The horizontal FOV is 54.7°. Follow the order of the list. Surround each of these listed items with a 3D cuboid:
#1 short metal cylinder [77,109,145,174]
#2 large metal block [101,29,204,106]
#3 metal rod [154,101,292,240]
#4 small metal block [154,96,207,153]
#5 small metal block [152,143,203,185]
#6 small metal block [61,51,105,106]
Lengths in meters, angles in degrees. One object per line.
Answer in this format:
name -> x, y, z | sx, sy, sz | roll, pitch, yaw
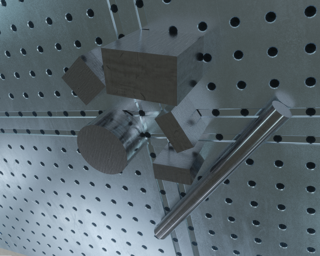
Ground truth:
short metal cylinder -> -0.069, 0.019, 0.442 | 0.080, 0.050, 0.079 | 13, 124, 20
large metal block -> -0.004, -0.069, 0.334 | 0.080, 0.080, 0.050 | 12, 123, 21
metal rod -> 0.066, 0.077, 0.422 | 0.025, 0.025, 0.298 | 36, 129, 3
small metal block -> 0.027, -0.006, 0.376 | 0.025, 0.050, 0.050 | -24, 106, 36
small metal block -> 0.025, 0.046, 0.409 | 0.050, 0.050, 0.025 | 7, 121, 24
small metal block -> -0.097, -0.067, 0.419 | 0.050, 0.025, 0.050 | -35, 99, 38
